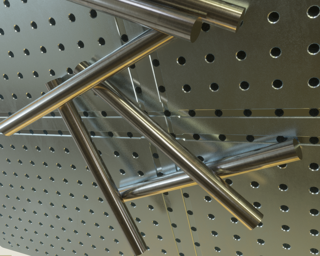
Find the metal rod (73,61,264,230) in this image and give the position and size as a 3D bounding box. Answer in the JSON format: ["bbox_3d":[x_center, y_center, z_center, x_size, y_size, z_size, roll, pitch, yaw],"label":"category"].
[{"bbox_3d":[0.005,0.017,0.397,0.300,0.025,0.025,41,130,9],"label":"metal rod"}]

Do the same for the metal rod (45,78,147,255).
[{"bbox_3d":[-0.094,0.065,0.478,0.025,0.025,0.299,-18,102,35],"label":"metal rod"}]

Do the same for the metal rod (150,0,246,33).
[{"bbox_3d":[-0.055,-0.164,0.338,0.301,0.025,0.025,24,127,13],"label":"metal rod"}]

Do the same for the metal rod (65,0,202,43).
[{"bbox_3d":[-0.094,-0.153,0.349,0.300,0.025,0.025,25,127,19],"label":"metal rod"}]

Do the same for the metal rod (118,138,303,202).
[{"bbox_3d":[0.041,0.069,0.432,0.299,0.025,0.025,-22,107,36],"label":"metal rod"}]

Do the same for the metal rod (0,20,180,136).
[{"bbox_3d":[-0.102,-0.056,0.394,0.300,0.025,0.025,-24,106,25],"label":"metal rod"}]
